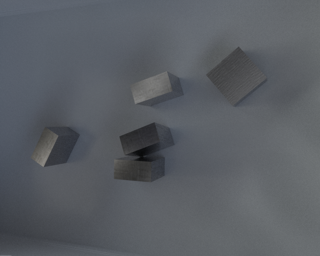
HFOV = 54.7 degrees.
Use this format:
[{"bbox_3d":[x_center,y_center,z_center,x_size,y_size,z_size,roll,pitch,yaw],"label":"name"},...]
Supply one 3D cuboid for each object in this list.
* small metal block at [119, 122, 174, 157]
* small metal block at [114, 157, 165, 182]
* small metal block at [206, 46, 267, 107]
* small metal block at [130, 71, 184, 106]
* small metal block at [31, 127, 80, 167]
[{"bbox_3d":[-0.016,0.017,0.400,0.050,0.050,0.025,-22,75,18],"label":"small metal block"},{"bbox_3d":[-0.026,0.052,0.405,0.050,0.050,0.025,2,91,19],"label":"small metal block"},{"bbox_3d":[0.094,-0.061,0.377,0.050,0.025,0.050,-41,78,15],"label":"small metal block"},{"bbox_3d":[-0.003,-0.049,0.397,0.050,0.050,0.025,-17,85,19],"label":"small metal block"},{"bbox_3d":[-0.150,0.026,0.449,0.025,0.050,0.050,31,100,17],"label":"small metal block"}]
